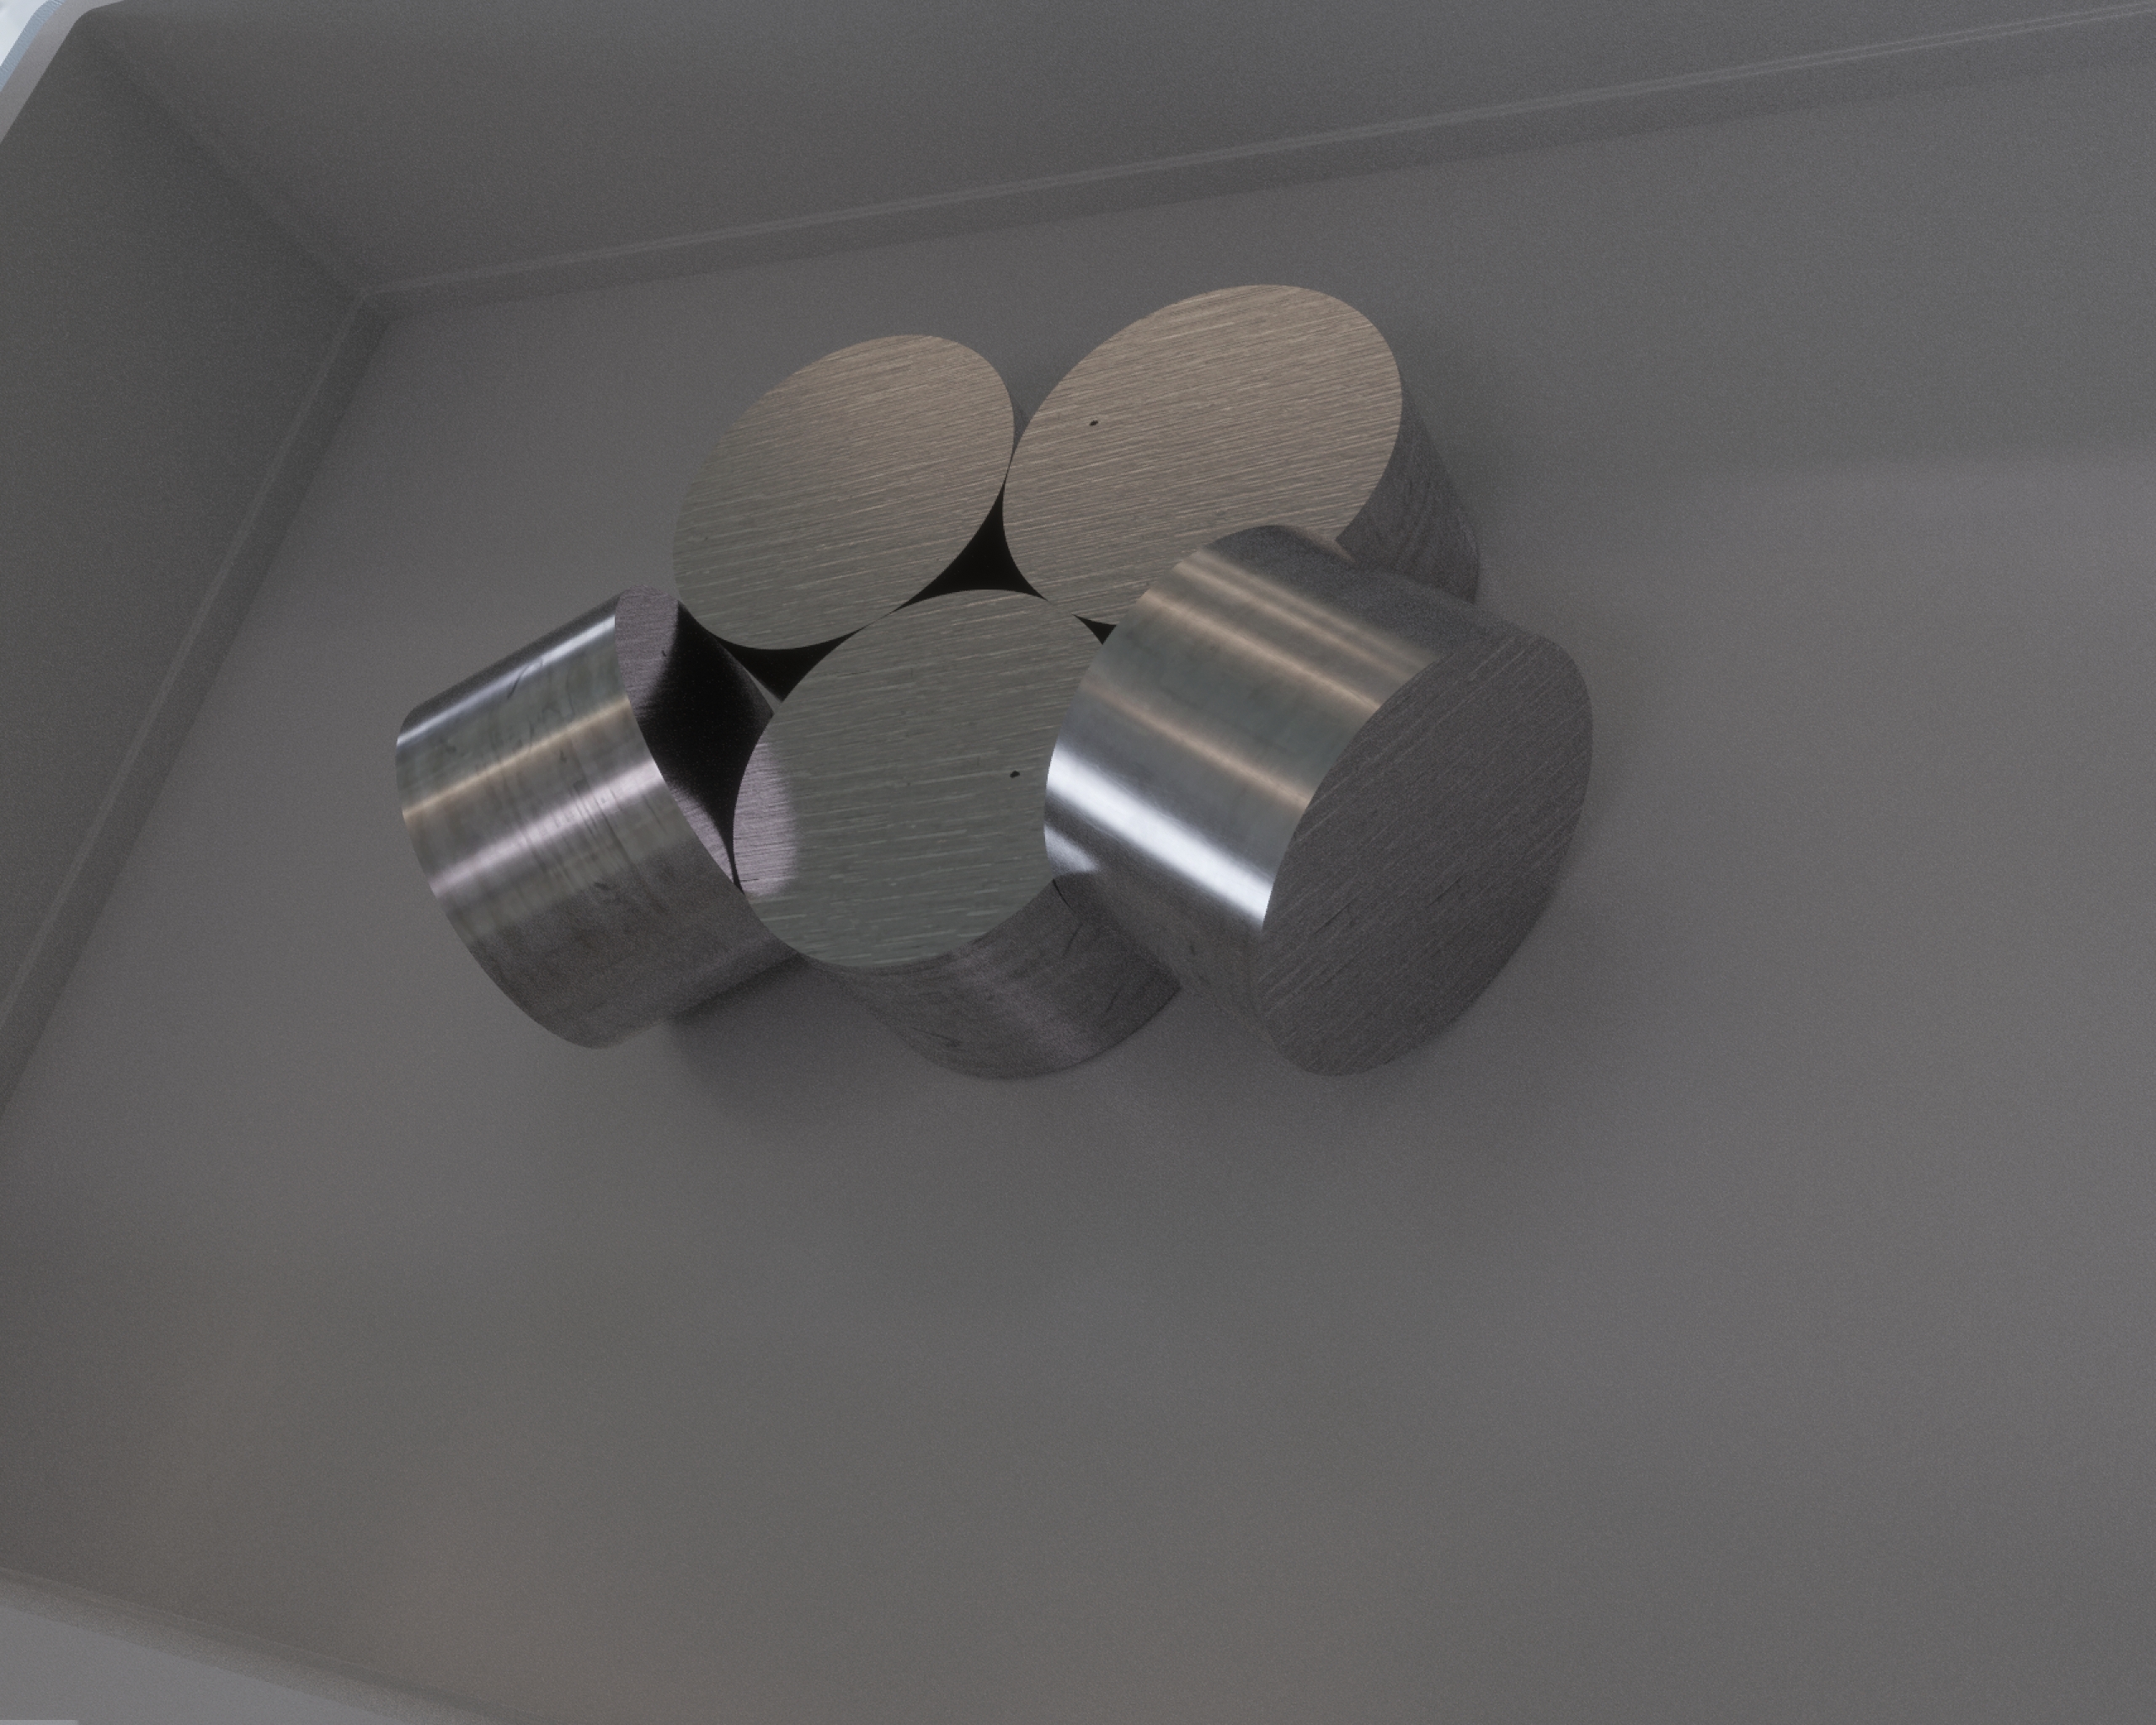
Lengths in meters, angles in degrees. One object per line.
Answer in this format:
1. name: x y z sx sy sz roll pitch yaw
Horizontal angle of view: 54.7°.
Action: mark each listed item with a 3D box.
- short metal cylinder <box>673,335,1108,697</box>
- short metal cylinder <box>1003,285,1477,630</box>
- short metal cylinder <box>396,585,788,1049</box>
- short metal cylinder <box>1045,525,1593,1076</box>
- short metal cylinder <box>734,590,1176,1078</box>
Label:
1. short metal cylinder: -0.039 -0.066 0.449 0.080 0.050 0.080 -13 56 21
2. short metal cylinder: 0.033 -0.066 0.411 0.080 0.050 0.080 -13 56 21
3. short metal cylinder: -0.090 -0.009 0.422 0.050 0.080 0.080 -27 52 11
4. short metal cylinder: 0.041 -0.011 0.353 0.050 0.080 0.080 33 81 38
5. short metal cylinder: -0.018 -0.005 0.400 0.080 0.050 0.080 -13 56 21
